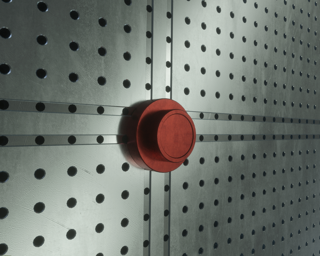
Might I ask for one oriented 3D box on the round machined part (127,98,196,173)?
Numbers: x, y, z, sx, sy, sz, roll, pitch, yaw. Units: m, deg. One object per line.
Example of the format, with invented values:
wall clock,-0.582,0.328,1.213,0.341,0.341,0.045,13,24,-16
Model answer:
round machined part,0.009,0.010,0.405,0.099,0.042,0.097,0,90,-40
